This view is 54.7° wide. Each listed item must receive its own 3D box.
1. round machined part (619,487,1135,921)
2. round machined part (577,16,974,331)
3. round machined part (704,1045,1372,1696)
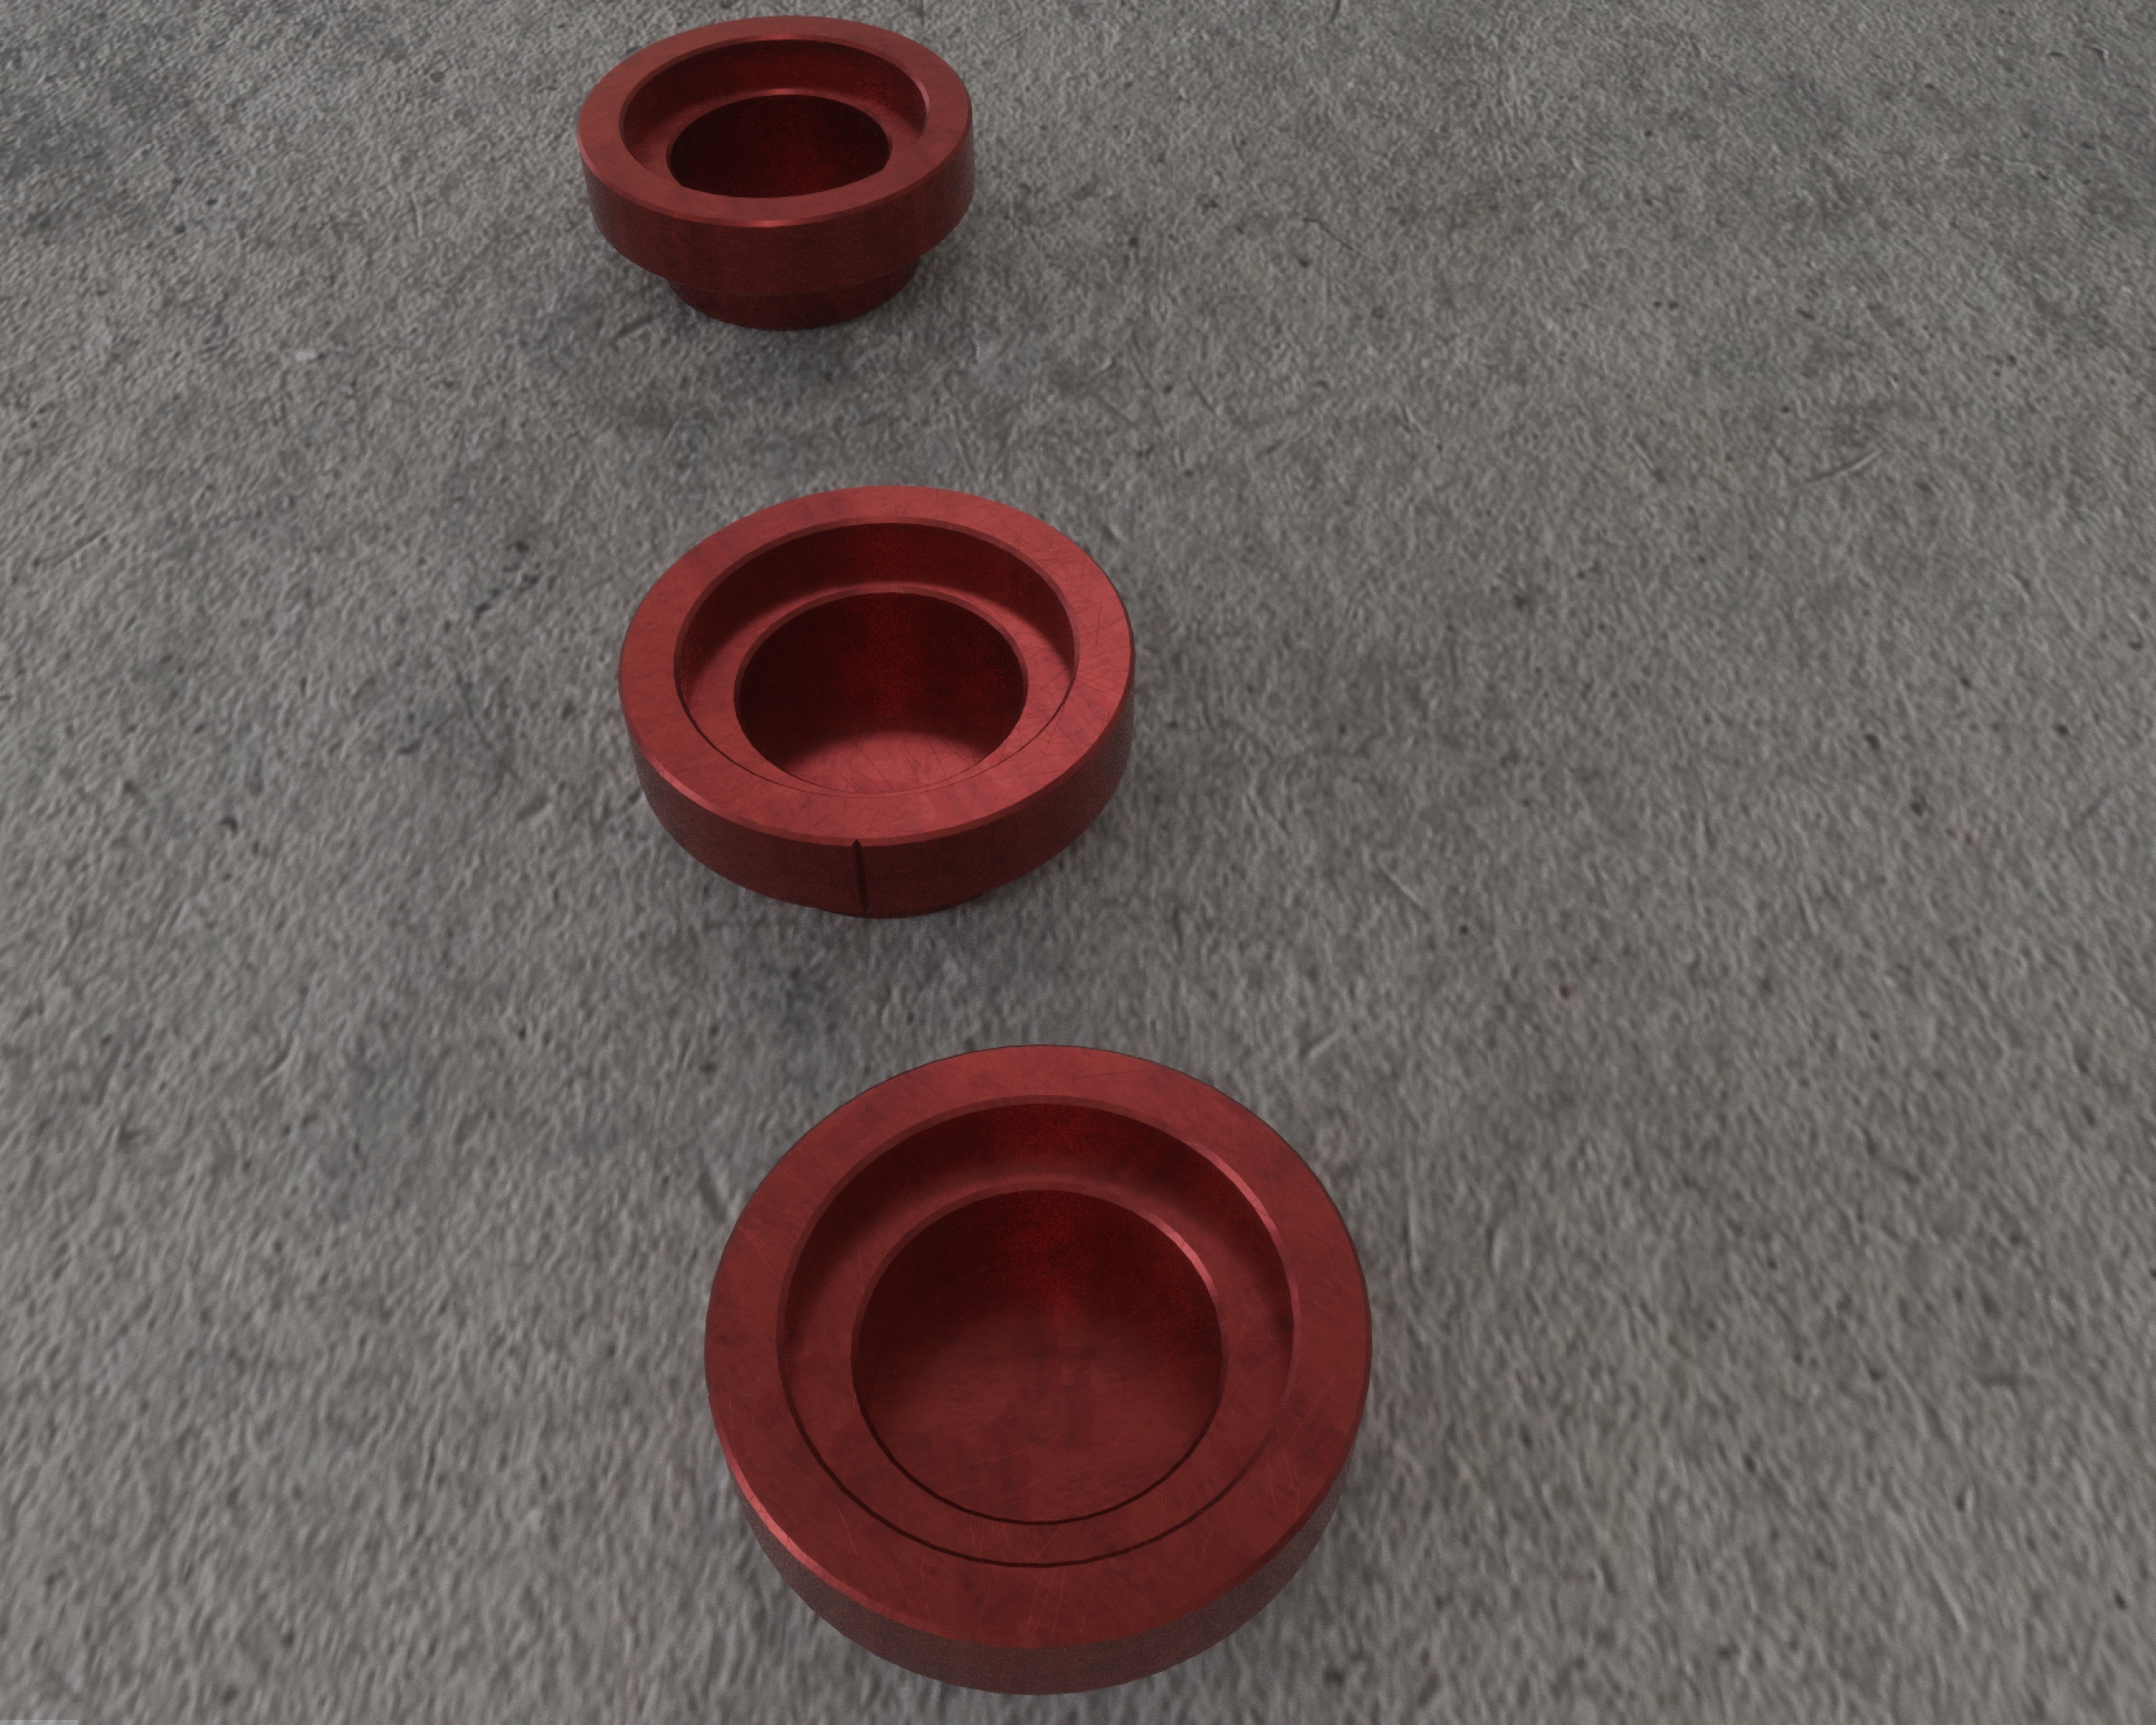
[{"bbox_3d":[-0.038,-0.027,0.415,0.099,0.042,0.098,0,50,0],"label":"round machined part"},{"bbox_3d":[-0.076,-0.174,0.538,0.099,0.042,0.098,0,50,0],"label":"round machined part"},{"bbox_3d":[-0.006,0.080,0.325,0.099,0.042,0.098,0,50,0],"label":"round machined part"}]
